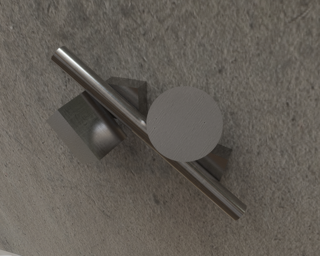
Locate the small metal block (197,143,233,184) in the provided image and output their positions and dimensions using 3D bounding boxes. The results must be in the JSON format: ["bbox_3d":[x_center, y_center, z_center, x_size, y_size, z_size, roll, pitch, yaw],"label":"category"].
[{"bbox_3d":[0.061,0.043,0.403,0.050,0.025,0.050,22,127,14],"label":"small metal block"}]

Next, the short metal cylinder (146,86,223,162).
[{"bbox_3d":[0.025,-0.004,0.349,0.081,0.050,0.079,0,89,-2],"label":"short metal cylinder"}]

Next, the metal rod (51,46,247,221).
[{"bbox_3d":[-0.013,0.007,0.386,0.300,0.025,0.025,41,129,-1],"label":"metal rod"}]

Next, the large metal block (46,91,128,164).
[{"bbox_3d":[-0.102,0.001,0.423,0.080,0.050,0.080,53,151,-11],"label":"large metal block"}]

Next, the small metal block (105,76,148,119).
[{"bbox_3d":[-0.044,-0.038,0.407,0.050,0.025,0.050,12,123,21],"label":"small metal block"}]
